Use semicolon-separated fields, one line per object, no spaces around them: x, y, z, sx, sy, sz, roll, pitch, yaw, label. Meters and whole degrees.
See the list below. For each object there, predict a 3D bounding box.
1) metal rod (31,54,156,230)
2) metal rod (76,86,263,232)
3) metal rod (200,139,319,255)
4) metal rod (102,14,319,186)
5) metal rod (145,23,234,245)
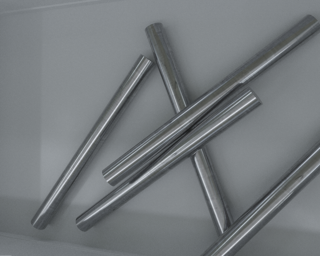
-0.100;0.027;0.444;0.025;0.025;0.299;39;102;15;metal rod
-0.004;0.052;0.391;0.299;0.025;0.025;-39;78;23;metal rod
0.145;0.061;0.342;0.025;0.025;0.299;45;97;14;metal rod
0.055;-0.028;0.368;0.300;0.025;0.025;-37;78;7;metal rod
0.040;0.007;0.395;0.025;0.025;0.299;-21;83;18;metal rod
